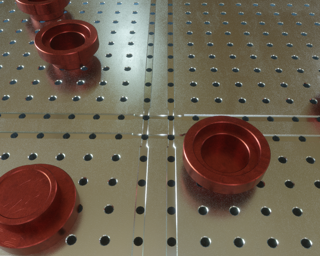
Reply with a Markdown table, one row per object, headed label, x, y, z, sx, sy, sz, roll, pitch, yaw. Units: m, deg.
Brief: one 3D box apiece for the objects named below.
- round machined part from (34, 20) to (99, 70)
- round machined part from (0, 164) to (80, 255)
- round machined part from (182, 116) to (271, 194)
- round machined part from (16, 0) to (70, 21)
| label | x | y | z | sx | sy | sz | roll | pitch | yaw |
| --- | --- | --- | --- | --- | --- | --- | --- | --- | --- |
| round machined part | -0.149 | -0.133 | 0.508 | 0.099 | 0.042 | 0.098 | 0 | 50 | 0 |
| round machined part | -0.140 | 0.078 | 0.330 | 0.099 | 0.042 | 0.098 | 0 | 50 | 0 |
| round machined part | 0.076 | 0.035 | 0.368 | 0.099 | 0.042 | 0.098 | 0 | 50 | 0 |
| round machined part | -0.224 | -0.244 | 0.601 | 0.099 | 0.042 | 0.098 | 0 | 50 | 0 |
